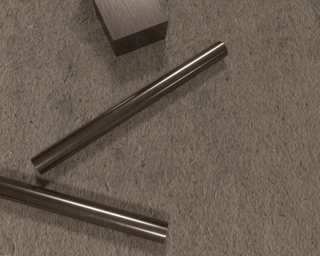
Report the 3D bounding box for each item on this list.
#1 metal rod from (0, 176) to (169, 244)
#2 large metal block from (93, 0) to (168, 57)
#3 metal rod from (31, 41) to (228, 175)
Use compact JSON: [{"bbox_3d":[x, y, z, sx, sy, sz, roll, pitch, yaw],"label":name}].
[{"bbox_3d":[-0.138,0.086,0.374,0.302,0.025,0.025,14,71,4],"label":"metal rod"},{"bbox_3d":[-0.043,-0.161,0.448,0.080,0.050,0.080,-23,80,-9],"label":"large metal block"},{"bbox_3d":[-0.032,-0.033,0.419,0.301,0.025,0.025,-34,74,-12],"label":"metal rod"}]
